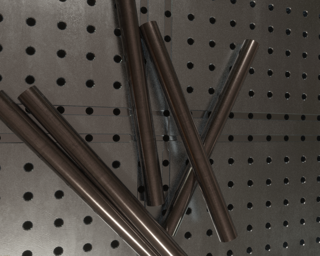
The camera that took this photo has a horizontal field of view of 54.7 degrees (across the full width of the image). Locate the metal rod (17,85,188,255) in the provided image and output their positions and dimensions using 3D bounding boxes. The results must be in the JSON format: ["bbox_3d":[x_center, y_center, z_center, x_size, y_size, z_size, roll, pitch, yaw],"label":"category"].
[{"bbox_3d":[-0.058,0.072,0.380,0.025,0.025,0.300,-42,100,-15],"label":"metal rod"}]

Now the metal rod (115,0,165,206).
[{"bbox_3d":[-0.027,-0.047,0.403,0.025,0.025,0.298,-10,93,-20],"label":"metal rod"}]

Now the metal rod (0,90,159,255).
[{"bbox_3d":[-0.090,0.076,0.380,0.025,0.025,0.300,-45,104,-15],"label":"metal rod"}]

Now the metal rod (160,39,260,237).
[{"bbox_3d":[0.073,0.007,0.441,0.025,0.025,0.299,29,80,-18],"label":"metal rod"}]

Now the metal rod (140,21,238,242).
[{"bbox_3d":[0.037,0.004,0.407,0.025,0.025,0.299,-21,90,-19],"label":"metal rod"}]
